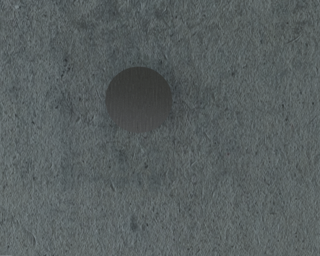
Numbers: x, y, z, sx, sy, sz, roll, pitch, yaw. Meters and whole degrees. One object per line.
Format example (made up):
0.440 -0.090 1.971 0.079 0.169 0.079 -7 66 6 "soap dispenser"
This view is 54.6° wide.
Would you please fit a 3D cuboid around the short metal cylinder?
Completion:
-0.025 -0.034 0.397 0.080 0.050 0.080 0 90 0 "short metal cylinder"
